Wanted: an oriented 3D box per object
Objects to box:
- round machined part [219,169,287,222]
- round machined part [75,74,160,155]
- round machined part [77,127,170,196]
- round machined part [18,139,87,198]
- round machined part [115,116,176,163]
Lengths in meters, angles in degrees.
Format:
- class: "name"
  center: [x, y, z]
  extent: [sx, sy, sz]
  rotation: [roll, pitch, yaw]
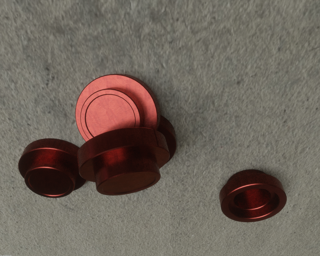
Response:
- class: "round machined part"
  center: [0.142, 0.102, 0.486]
  extent: [0.099, 0.042, 0.097]
  rotation: [-1, 130, 0]
- class: "round machined part"
  center: [-0.051, -0.013, 0.357]
  extent: [0.099, 0.042, 0.097]
  rotation: [2, 101, 8]
- class: "round machined part"
  center: [-0.037, 0.042, 0.335]
  extent: [0.099, 0.042, 0.098]
  rotation: [-12, 153, -6]
- class: "round machined part"
  center: [-0.154, 0.065, 0.449]
  extent: [0.099, 0.042, 0.097]
  rotation: [-1, 130, 0]
- class: "round machined part"
  center: [-0.027, 0.026, 0.418]
  extent: [0.099, 0.042, 0.097]
  rotation: [-1, 131, 0]
